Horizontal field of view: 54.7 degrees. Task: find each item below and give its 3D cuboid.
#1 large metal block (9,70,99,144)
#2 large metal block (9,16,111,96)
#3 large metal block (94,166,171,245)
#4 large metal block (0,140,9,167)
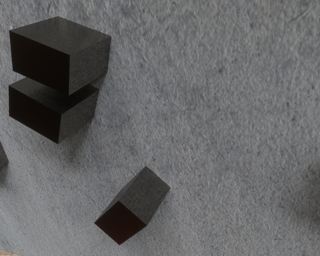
[{"bbox_3d":[-0.143,-0.035,0.423,0.080,0.080,0.050,28,128,10],"label":"large metal block"},{"bbox_3d":[-0.117,-0.091,0.375,0.080,0.080,0.050,24,127,13],"label":"large metal block"},{"bbox_3d":[-0.040,0.115,0.462,0.050,0.080,0.080,42,129,-1],"label":"large metal block"},{"bbox_3d":[-0.354,0.039,0.598,0.080,0.050,0.079,7,122,24],"label":"large metal block"}]
